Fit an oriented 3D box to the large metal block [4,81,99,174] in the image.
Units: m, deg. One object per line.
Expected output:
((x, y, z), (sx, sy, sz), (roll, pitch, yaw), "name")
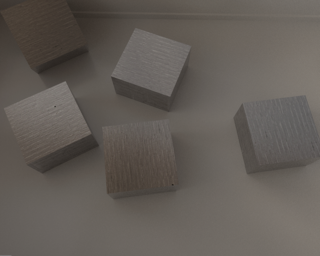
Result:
((-0.136, 0.000, 0.395), (0.080, 0.050, 0.080), (-27, 73, -10), "large metal block")

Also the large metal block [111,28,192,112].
((-0.010, -0.079, 0.425), (0.080, 0.050, 0.080), (20, 71, 7), "large metal block")

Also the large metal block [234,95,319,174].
((0.147, 0.009, 0.395), (0.081, 0.050, 0.080), (-7, 70, -3), "large metal block")

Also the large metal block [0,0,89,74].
((-0.154, -0.131, 0.427), (0.080, 0.050, 0.080), (-27, 97, -10), "large metal block")

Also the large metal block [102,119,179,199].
((-0.024, 0.039, 0.382), (0.081, 0.050, 0.080), (-7, 70, -3), "large metal block")
